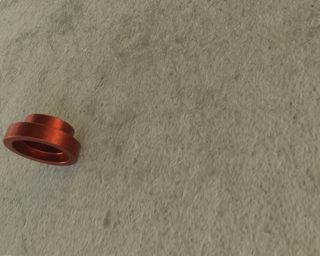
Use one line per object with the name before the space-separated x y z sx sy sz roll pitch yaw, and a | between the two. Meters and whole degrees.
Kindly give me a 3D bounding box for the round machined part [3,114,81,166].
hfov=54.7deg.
round machined part | -0.158 0.015 0.429 0.098 0.098 0.042 -4 60 26
